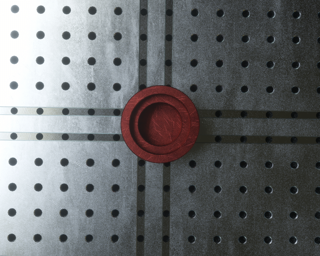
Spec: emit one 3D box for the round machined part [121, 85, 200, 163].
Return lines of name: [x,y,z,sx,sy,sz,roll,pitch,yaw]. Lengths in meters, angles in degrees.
round machined part: [0.000,-0.005,0.405,0.099,0.042,0.097,0,90,-1]
